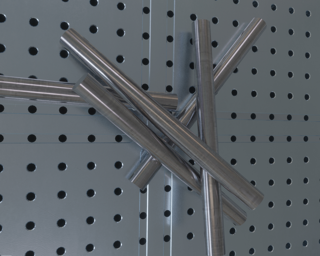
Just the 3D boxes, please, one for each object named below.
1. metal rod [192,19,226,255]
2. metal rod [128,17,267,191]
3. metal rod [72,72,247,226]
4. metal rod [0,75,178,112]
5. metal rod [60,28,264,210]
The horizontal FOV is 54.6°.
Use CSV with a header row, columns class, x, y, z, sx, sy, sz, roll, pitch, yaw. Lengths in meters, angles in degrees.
class,x,y,z,sx,sy,sz,roll,pitch,yaw
metal rod,0.062,0.006,0.400,0.025,0.025,0.299,0,82,-20
metal rod,0.059,-0.041,0.433,0.025,0.025,0.300,42,77,-15
metal rod,0.016,0.041,0.392,0.300,0.025,0.025,42,77,-25
metal rod,-0.122,-0.043,0.367,0.302,0.025,0.025,4,89,-20
metal rod,0.002,-0.011,0.370,0.300,0.025,0.025,41,77,1
